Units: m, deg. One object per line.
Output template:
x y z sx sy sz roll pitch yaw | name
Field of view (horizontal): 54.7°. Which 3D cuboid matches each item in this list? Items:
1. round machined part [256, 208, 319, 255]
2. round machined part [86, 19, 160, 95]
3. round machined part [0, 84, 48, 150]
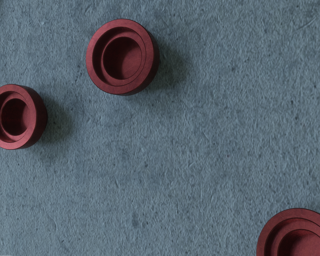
0.156 0.138 0.327 0.098 0.042 0.098 -33 44 39 | round machined part
-0.046 -0.092 0.416 0.098 0.042 0.097 0 90 20 | round machined part
-0.214 -0.016 0.476 0.098 0.042 0.097 0 90 20 | round machined part
